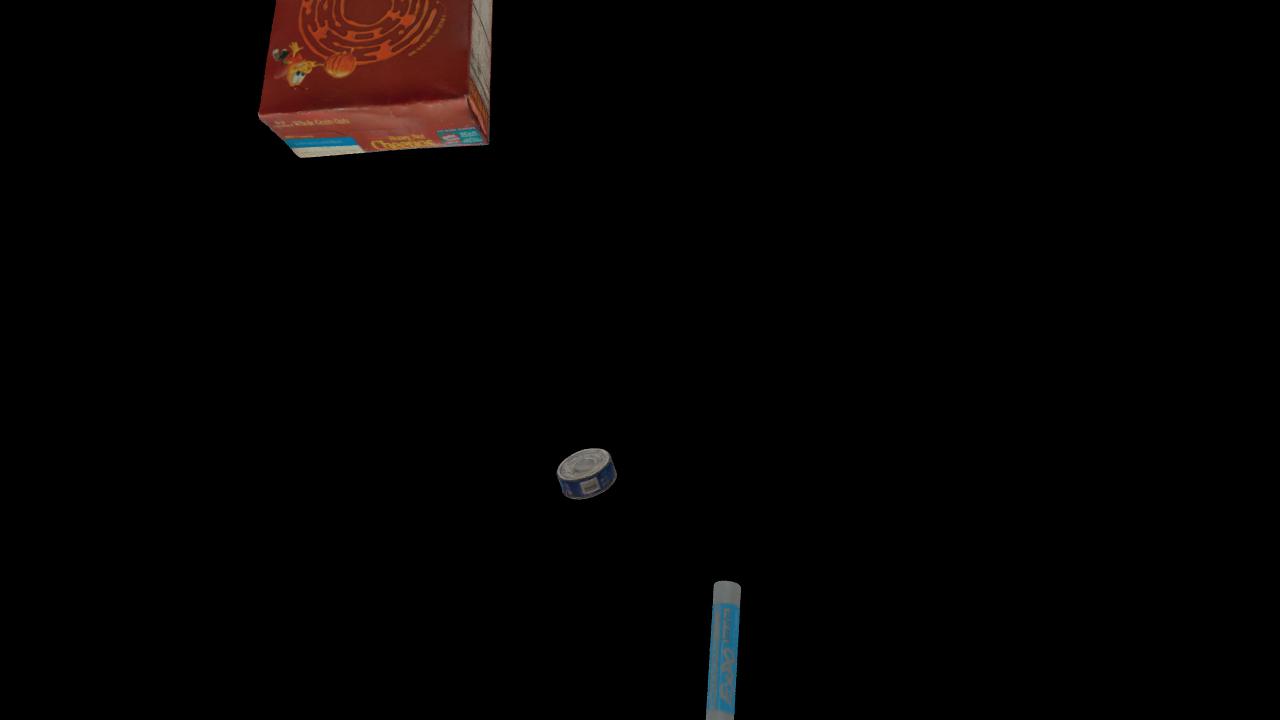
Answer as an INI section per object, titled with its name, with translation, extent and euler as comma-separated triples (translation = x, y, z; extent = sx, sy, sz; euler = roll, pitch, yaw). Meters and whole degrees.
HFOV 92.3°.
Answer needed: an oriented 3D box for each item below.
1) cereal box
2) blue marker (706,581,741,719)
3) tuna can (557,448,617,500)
[cereal box]
translation = -0.260, -0.363, 0.636
extent = 0.203, 0.306, 0.081
euler = -4, -15, 3
[blue marker]
translation = 0.052, 0.203, 0.390
extent = 0.020, 0.121, 0.020
euler = 6, -38, 5
[tuna can]
translation = -0.078, 0.164, 0.894
extent = 0.084, 0.034, 0.084
euler = -14, 22, 6
